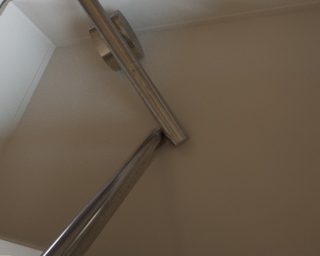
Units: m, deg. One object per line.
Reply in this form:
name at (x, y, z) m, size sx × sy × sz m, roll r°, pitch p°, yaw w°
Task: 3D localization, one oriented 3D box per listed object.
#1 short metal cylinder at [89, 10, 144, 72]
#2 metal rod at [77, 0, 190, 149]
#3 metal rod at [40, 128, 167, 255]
short metal cylinder at (-0.067, -0.136, 0.487) m, size 0.050 × 0.080 × 0.080 m, roll -27°, pitch 53°, yaw 11°
metal rod at (-0.052, -0.103, 0.419) m, size 0.025 × 0.025 × 0.299 m, roll -34°, pitch 76°, yaw 5°
metal rod at (-0.053, 0.072, 0.274) m, size 0.025 × 0.025 × 0.301 m, roll -7°, pitch 21°, yaw 24°
